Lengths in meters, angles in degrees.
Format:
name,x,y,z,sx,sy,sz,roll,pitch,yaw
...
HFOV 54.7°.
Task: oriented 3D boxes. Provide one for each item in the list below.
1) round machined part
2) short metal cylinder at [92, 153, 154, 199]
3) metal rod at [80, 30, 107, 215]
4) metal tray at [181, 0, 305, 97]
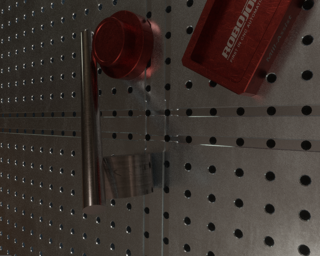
name,x,y,z,sx,sy,sz,roll,pitch,yaw
round machined part,-0.060,-0.120,0.446,0.098,0.042,0.097,0,90,39
short metal cylinder,-0.049,0.062,0.412,0.080,0.081,0.050,-7,86,39
metal rod,-0.094,-0.031,0.418,0.025,0.025,0.299,-39,45,32
metal tray,0.087,-0.110,0.332,0.090,0.030,0.129,36,112,33
